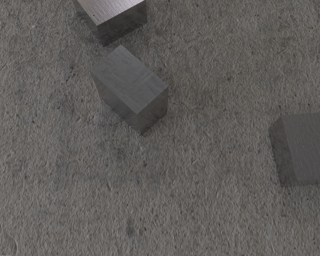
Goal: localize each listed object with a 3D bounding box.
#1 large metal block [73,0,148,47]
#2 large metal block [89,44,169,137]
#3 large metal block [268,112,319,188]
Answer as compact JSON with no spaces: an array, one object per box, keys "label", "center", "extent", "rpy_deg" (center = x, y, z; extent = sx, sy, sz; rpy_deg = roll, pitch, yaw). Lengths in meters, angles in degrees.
[{"label":"large metal block","center":[-0.075,-0.182,0.461],"extent":[0.080,0.050,0.080],"rpy_deg":[-33,74,-11]},{"label":"large metal block","center":[-0.036,-0.044,0.395],"extent":[0.080,0.080,0.050],"rpy_deg":[43,76,14]},{"label":"large metal block","center":[0.190,0.027,0.386],"extent":[0.081,0.050,0.080],"rpy_deg":[-5,70,-2]}]
